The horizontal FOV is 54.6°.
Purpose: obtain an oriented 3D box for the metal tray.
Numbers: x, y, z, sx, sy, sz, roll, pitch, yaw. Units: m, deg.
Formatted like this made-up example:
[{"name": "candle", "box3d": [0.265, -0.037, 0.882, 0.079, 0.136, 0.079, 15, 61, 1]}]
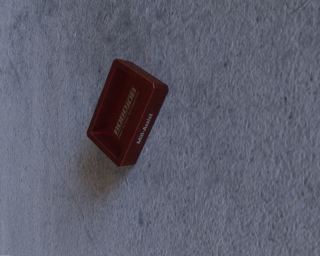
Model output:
[{"name": "metal tray", "box3d": [-0.051, -0.022, 0.444, 0.090, 0.030, 0.129, 38, 113, 33]}]
